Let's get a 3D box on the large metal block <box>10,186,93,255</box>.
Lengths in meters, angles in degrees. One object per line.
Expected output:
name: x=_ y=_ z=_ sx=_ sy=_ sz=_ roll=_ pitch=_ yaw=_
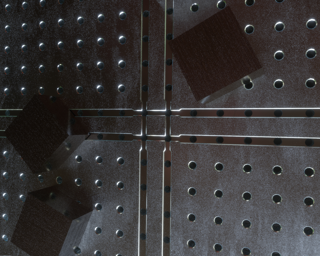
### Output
large metal block: x=-0.158 y=0.143 z=0.453 sx=0.080 sy=0.050 sz=0.080 roll=25 pitch=98 yaw=18

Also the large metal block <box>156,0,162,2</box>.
large metal block: x=0.012 y=-0.209 z=0.378 sx=0.080 sy=0.080 sz=0.050 roll=-20 pitch=84 yaw=18

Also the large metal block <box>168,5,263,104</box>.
large metal block: x=0.068 y=-0.084 z=0.375 sx=0.080 sy=0.050 sz=0.080 roll=-28 pitch=81 yaw=17

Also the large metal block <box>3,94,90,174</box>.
large metal block: x=-0.167 y=0.008 z=0.456 sx=0.080 sy=0.050 sz=0.080 roll=-45 pitch=76 yaw=14
